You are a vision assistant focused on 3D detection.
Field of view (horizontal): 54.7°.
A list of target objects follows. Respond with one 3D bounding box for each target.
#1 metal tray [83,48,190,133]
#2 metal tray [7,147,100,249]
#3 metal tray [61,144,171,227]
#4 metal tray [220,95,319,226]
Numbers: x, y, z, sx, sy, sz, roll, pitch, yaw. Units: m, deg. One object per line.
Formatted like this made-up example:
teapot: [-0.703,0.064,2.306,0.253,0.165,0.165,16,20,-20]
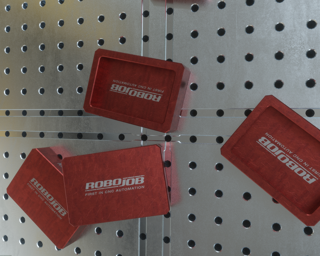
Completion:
metal tray: [-0.034,-0.051,0.420,0.130,0.030,0.089,15,95,19]
metal tray: [-0.160,0.102,0.465,0.130,0.030,0.090,40,102,15]
metal tray: [-0.057,0.074,0.411,0.131,0.030,0.089,-9,87,3]
metal tray: [0.148,0.035,0.357,0.130,0.030,0.090,41,102,15]
